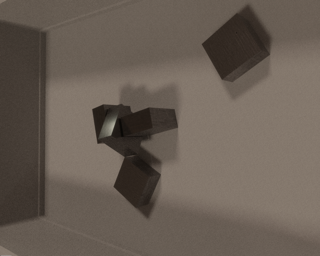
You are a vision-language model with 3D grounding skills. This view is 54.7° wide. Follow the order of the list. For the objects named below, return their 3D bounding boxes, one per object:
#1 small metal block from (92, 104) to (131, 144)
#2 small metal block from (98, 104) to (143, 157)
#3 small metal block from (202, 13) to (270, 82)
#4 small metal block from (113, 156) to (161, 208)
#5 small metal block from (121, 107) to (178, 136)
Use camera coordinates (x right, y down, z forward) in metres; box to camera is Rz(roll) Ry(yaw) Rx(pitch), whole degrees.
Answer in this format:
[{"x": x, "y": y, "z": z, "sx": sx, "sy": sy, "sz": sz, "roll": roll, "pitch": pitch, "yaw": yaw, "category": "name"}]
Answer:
[{"x": -0.065, "y": -0.005, "z": 0.442, "sx": 0.025, "sy": 0.050, "sz": 0.050, "roll": -17, "pitch": 79, "yaw": 39, "category": "small metal block"}, {"x": -0.050, "y": 0.004, "z": 0.417, "sx": 0.025, "sy": 0.050, "sz": 0.050, "roll": -15, "pitch": 48, "yaw": 37, "category": "small metal block"}, {"x": 0.082, "y": -0.086, "z": 0.338, "sx": 0.050, "sy": 0.025, "sz": 0.050, "roll": -37, "pitch": 67, "yaw": 33, "category": "small metal block"}, {"x": -0.033, "y": 0.074, "z": 0.432, "sx": 0.050, "sy": 0.025, "sz": 0.050, "roll": 34, "pitch": 111, "yaw": 34, "category": "small metal block"}, {"x": -0.013, "y": -0.007, "z": 0.400, "sx": 0.050, "sy": 0.050, "sz": 0.025, "roll": -16, "pitch": 80, "yaw": 38, "category": "small metal block"}]
